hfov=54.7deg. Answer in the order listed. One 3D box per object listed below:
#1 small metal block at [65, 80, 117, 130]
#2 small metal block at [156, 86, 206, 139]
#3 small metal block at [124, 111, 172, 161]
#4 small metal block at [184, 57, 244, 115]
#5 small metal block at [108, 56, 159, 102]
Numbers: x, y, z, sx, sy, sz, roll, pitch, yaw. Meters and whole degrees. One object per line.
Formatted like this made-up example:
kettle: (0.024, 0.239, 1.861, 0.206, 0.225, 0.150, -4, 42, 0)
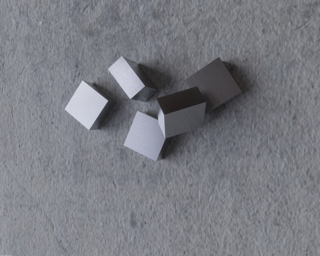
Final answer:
small metal block: (-0.099, -0.032, 0.443, 0.050, 0.025, 0.050, 38, 102, 15)
small metal block: (0.025, -0.018, 0.370, 0.050, 0.050, 0.025, -18, 57, -9)
small metal block: (-0.013, 0.010, 0.413, 0.050, 0.025, 0.050, 25, 98, 18)
small metal block: (0.067, -0.051, 0.385, 0.050, 0.025, 0.050, -33, 80, 16)
small metal block: (-0.033, -0.063, 0.407, 0.025, 0.050, 0.050, -40, 78, 15)
